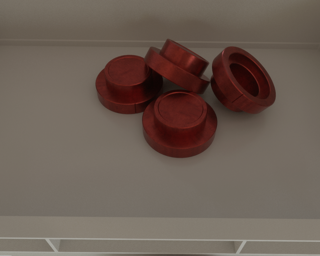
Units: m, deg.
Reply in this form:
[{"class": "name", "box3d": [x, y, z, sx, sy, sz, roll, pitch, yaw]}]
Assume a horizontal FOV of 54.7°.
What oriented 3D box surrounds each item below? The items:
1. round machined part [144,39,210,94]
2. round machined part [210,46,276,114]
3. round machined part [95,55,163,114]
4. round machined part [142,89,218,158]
[{"class": "round machined part", "box3d": [0.030, -0.091, 0.437, 0.098, 0.042, 0.098, 27, 18, -9]}, {"class": "round machined part", "box3d": [0.109, -0.061, 0.428, 0.099, 0.042, 0.098, 20, 51, -26]}, {"class": "round machined part", "box3d": [-0.045, -0.070, 0.452, 0.099, 0.042, 0.098, 0, 50, 0]}, {"class": "round machined part", "box3d": [0.026, -0.013, 0.405, 0.099, 0.042, 0.098, 0, 50, 0]}]
